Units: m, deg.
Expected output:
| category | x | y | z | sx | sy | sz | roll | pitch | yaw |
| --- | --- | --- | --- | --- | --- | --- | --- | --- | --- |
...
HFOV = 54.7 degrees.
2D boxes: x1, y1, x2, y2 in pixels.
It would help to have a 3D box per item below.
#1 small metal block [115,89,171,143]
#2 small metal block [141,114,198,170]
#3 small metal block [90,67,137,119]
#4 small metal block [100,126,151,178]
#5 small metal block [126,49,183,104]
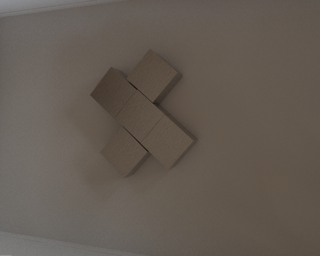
| category | x | y | z | sx | sy | sz | roll | pitch | yaw |
| --- | --- | --- | --- | --- | --- | --- | --- | --- | --- |
| small metal block | -0.023 | -0.015 | 0.416 | 0.050 | 0.025 | 0.050 | 43 | 103 | 15 |
| small metal block | 0.012 | 0.018 | 0.404 | 0.050 | 0.025 | 0.050 | 43 | 103 | 15 |
| small metal block | -0.060 | -0.048 | 0.429 | 0.050 | 0.025 | 0.050 | 43 | 103 | 15 |
| small metal block | -0.045 | 0.032 | 0.425 | 0.050 | 0.025 | 0.050 | 45 | 104 | 14 |
| small metal block | -0.007 | -0.067 | 0.410 | 0.050 | 0.025 | 0.050 | 43 | 102 | 14 |
